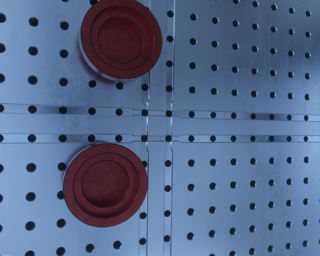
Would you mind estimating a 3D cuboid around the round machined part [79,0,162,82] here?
[{"bbox_3d":[-0.050,-0.106,0.385,0.099,0.042,0.097,0,90,-20],"label":"round machined part"}]

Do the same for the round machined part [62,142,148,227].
[{"bbox_3d":[-0.068,0.066,0.379,0.099,0.042,0.097,0,90,-20],"label":"round machined part"}]
